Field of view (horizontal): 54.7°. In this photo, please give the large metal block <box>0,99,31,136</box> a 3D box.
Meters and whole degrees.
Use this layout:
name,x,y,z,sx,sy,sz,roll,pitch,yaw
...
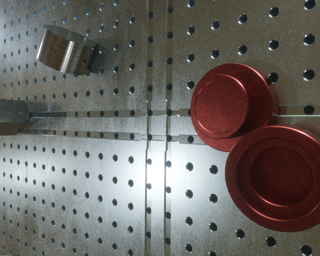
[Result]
name,x,y,z,sx,sy,sz,roll,pitch,yaw
large metal block,-0.333,-0.021,0.649,0.080,0.081,0.050,-27,74,37

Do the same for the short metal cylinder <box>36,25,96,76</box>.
name,x,y,z,sx,sy,sz,roll,pitch,yaw
short metal cylinder,-0.150,-0.125,0.498,0.080,0.081,0.050,39,114,33

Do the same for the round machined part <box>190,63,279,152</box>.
name,x,y,z,sx,sy,sz,roll,pitch,yaw
round machined part,0.073,-0.022,0.338,0.098,0.042,0.097,0,90,40

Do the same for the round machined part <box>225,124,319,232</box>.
name,x,y,z,sx,sy,sz,roll,pitch,yaw
round machined part,0.116,0.044,0.296,0.098,0.042,0.097,5,99,32
